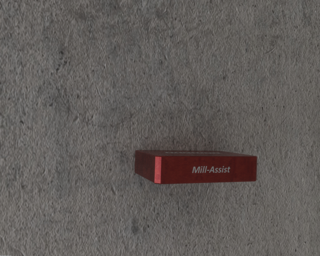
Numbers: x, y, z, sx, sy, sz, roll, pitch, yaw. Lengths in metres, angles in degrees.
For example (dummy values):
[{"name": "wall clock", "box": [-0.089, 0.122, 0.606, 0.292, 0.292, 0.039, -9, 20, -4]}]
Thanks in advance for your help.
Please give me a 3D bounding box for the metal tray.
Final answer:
[{"name": "metal tray", "box": [0.042, 0.046, 0.389, 0.131, 0.090, 0.030, 2, 90, -20]}]
